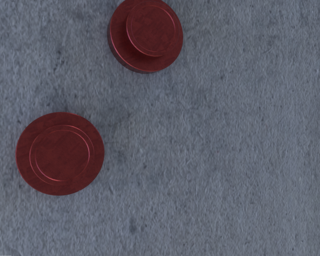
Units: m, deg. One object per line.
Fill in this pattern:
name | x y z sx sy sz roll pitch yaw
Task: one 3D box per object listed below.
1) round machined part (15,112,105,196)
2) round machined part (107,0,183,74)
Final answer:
round machined part | -0.113 0.030 0.359 0.099 0.042 0.097 0 90 -21
round machined part | -0.015 -0.121 0.395 0.099 0.042 0.097 0 90 -21
